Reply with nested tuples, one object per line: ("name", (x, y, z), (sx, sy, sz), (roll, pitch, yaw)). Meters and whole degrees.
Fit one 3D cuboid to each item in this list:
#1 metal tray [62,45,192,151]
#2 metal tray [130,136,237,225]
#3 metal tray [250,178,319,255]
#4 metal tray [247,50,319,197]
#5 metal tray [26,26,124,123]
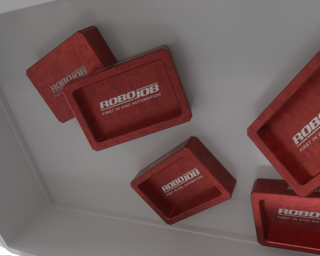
("metal tray", (-0.037, -0.034, 0.371), (0.130, 0.030, 0.090), (-18, 111, 10))
("metal tray", (0.029, 0.079, 0.438), (0.090, 0.030, 0.129), (48, 129, -6))
("metal tray", (0.184, 0.110, 0.376), (0.130, 0.030, 0.089), (-1, 118, 28))
("metal tray", (0.155, -0.006, 0.293), (0.090, 0.030, 0.129), (56, 134, 26))
("metal tray", (-0.115, -0.068, 0.424), (0.130, 0.030, 0.090), (-21, 108, 35))
